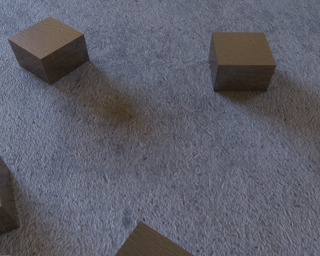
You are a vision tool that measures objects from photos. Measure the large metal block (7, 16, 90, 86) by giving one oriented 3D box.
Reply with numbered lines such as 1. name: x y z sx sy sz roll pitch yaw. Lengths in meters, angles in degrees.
1. large metal block: -0.173 -0.124 0.490 0.080 0.050 0.080 32 57 24

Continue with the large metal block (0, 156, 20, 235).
1. large metal block: -0.202 0.075 0.323 0.081 0.050 0.080 -20 53 -16

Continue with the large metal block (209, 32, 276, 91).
1. large metal block: 0.121 -0.102 0.473 0.080 0.050 0.080 0 50 0

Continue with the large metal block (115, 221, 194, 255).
1. large metal block: -0.007 0.143 0.267 0.080 0.050 0.080 27 55 21
